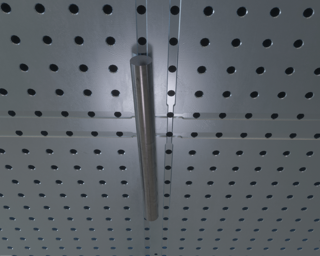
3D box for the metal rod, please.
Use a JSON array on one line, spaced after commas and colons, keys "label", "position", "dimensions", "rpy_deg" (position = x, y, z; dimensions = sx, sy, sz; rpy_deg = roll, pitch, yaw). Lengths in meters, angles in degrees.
[{"label": "metal rod", "position": [-0.018, 0.038, 0.443], "dimensions": [0.025, 0.025, 0.298], "rpy_deg": [-1, 130, 1]}]
